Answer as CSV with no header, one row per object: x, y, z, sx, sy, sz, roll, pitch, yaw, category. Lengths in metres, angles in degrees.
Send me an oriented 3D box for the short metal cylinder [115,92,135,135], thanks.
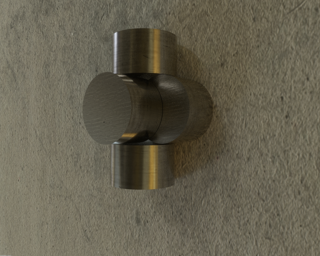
-0.045,-0.022,0.425,0.080,0.050,0.079,0,90,39,short metal cylinder

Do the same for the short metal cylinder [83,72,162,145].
-0.044,-0.022,0.359,0.080,0.050,0.079,0,90,39,short metal cylinder

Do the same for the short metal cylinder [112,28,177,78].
-0.019,-0.087,0.385,0.080,0.081,0.050,0,90,39,short metal cylinder

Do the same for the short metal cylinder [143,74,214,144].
0.017,-0.022,0.374,0.080,0.050,0.079,0,90,39,short metal cylinder

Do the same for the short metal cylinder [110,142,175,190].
-0.022,0.044,0.387,0.080,0.081,0.050,1,91,39,short metal cylinder
